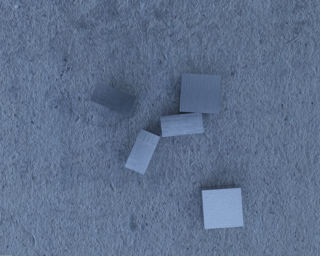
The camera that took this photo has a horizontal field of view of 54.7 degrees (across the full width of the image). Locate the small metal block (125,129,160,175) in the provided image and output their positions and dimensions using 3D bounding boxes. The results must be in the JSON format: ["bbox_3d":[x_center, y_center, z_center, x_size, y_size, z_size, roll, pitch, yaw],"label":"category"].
[{"bbox_3d":[-0.021,0.028,0.397,0.025,0.050,0.050,23,90,0],"label":"small metal block"}]

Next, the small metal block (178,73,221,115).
[{"bbox_3d":[0.052,-0.044,0.410,0.050,0.025,0.050,4,90,0],"label":"small metal block"}]

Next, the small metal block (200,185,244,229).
[{"bbox_3d":[0.081,0.103,0.411,0.050,0.025,0.050,-4,90,0],"label":"small metal block"}]

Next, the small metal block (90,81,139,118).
[{"bbox_3d":[-0.056,-0.035,0.397,0.050,0.050,0.025,23,90,0],"label":"small metal block"}]

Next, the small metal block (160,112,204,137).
[{"bbox_3d":[0.027,-0.004,0.398,0.050,0.050,0.025,-6,90,0],"label":"small metal block"}]
